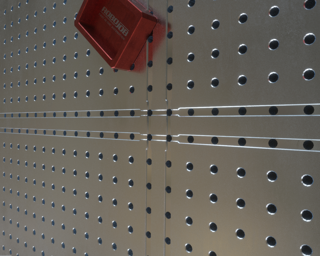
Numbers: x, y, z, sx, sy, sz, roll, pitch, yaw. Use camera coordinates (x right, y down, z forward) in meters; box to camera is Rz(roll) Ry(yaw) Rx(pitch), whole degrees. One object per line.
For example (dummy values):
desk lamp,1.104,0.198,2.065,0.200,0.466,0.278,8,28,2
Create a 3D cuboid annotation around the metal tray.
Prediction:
metal tray,-0.072,-0.159,0.465,0.130,0.030,0.089,49,119,28
